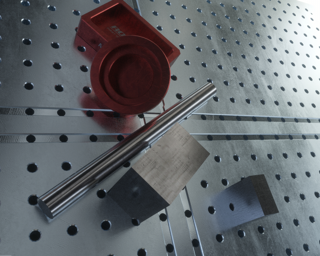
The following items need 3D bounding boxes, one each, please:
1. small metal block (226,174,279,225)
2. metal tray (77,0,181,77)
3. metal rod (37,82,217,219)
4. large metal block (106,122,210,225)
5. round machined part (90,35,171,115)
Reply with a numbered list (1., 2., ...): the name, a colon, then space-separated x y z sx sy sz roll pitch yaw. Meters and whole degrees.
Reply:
1. small metal block: 0.118 0.093 0.401 0.025 0.050 0.050 -1 62 -29
2. metal tray: -0.044 -0.127 0.460 0.130 0.030 0.090 42 51 0
3. metal rod: -0.017 0.009 0.395 0.025 0.025 0.302 49 51 6
4. large metal block: -0.003 0.051 0.342 0.050 0.080 0.080 45 51 2
5. round machined part: -0.036 -0.065 0.398 0.099 0.042 0.097 0 90 0
